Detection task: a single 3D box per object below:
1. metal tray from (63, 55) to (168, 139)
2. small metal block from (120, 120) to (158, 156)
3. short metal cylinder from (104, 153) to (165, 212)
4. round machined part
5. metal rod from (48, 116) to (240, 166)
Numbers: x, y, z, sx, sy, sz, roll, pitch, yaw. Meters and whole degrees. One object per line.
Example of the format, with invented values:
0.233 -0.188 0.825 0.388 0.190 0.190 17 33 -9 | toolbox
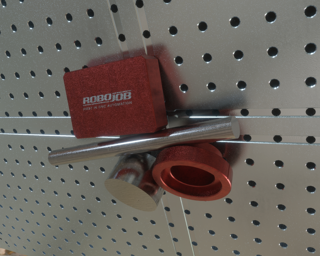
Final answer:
-0.060 -0.036 0.397 0.130 0.030 0.089 -5 97 29 | metal tray
-0.029 0.014 0.445 0.050 0.025 0.050 17 125 18 | small metal block
-0.031 0.076 0.441 0.080 0.050 0.080 19 145 14 | short metal cylinder
0.043 0.051 0.393 0.098 0.042 0.097 11 143 9 | round machined part
-0.043 0.023 0.413 0.300 0.025 0.025 -11 113 32 | metal rod
